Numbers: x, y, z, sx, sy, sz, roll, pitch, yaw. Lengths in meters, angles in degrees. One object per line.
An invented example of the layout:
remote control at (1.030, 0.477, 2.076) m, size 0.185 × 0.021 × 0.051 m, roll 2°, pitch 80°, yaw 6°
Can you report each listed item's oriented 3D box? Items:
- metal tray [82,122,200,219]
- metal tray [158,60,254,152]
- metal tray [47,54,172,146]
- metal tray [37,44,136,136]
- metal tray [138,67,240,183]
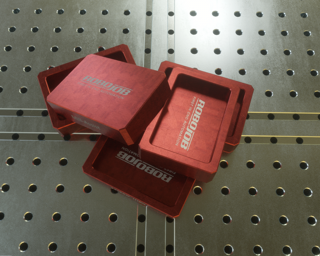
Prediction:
metal tray at (-0.019, 0.045, 0.392) m, size 0.130 × 0.030 × 0.090 m, roll 25°, pitch 72°, yaw 9°
metal tray at (0.050, -0.031, 0.420) m, size 0.130 × 0.030 × 0.090 m, roll 18°, pitch 71°, yaw 7°
metal tray at (-0.063, -0.040, 0.380) m, size 0.130 × 0.030 × 0.090 m, roll 20°, pitch 62°, yaw 30°
metal tray at (-0.091, -0.054, 0.428) m, size 0.131 × 0.030 × 0.090 m, roll -21°, pitch 71°, yaw -7°
metal tray at (0.038, -0.009, 0.379) m, size 0.090 × 0.030 × 0.130 m, roll 19°, pitch 60°, yaw 7°
